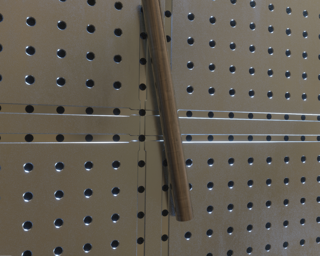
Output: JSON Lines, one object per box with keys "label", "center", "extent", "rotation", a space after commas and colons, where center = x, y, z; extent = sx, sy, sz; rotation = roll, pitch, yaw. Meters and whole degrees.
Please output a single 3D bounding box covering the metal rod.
{"label": "metal rod", "center": [0.011, -0.023, 0.417], "extent": [0.025, 0.025, 0.298], "rotation": [-10, 94, -20]}
